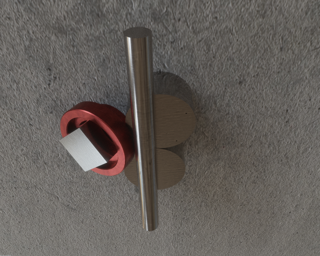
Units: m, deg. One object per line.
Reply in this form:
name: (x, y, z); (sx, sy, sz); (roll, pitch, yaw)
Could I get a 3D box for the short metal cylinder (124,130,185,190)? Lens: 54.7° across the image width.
short metal cylinder: (-0.007, 0.040, 0.426); (0.081, 0.050, 0.079); (0, 129, 0)

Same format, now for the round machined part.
round machined part: (-0.072, 0.009, 0.388); (0.098, 0.042, 0.097); (18, 131, 22)

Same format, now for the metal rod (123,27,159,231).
metal rod: (-0.017, 0.030, 0.369); (0.025, 0.025, 0.298); (-1, 130, 0)

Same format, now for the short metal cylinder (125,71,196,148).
short metal cylinder: (0.001, -0.022, 0.374); (0.081, 0.050, 0.079); (0, 130, 0)

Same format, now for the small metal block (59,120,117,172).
small metal block: (-0.085, 0.021, 0.372); (0.050, 0.025, 0.050); (-25, 106, 43)
